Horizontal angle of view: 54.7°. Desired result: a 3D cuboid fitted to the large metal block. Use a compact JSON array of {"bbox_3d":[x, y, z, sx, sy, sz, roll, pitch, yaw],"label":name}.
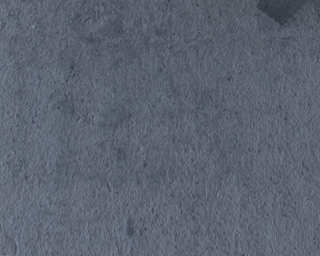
[{"bbox_3d":[0.200,-0.216,0.459,0.050,0.080,0.080,43,76,14],"label":"large metal block"}]
